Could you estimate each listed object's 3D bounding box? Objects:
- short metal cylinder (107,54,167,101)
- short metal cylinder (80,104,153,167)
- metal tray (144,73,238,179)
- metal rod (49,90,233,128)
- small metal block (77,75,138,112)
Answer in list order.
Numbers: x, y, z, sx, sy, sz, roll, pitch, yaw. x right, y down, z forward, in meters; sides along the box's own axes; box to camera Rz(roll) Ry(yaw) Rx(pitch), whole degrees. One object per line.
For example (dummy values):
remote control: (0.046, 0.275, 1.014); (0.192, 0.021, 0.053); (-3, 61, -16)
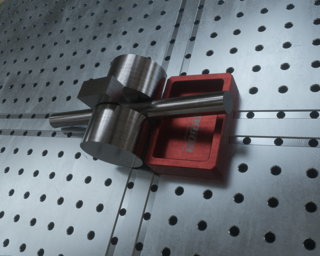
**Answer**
short metal cylinder: (-0.035, -0.055, 0.423); (0.080, 0.080, 0.050); (1, 62, 28)
short metal cylinder: (-0.054, 0.012, 0.393); (0.080, 0.080, 0.050); (2, 63, 29)
metal tray: (0.041, -0.006, 0.387); (0.090, 0.030, 0.130); (1, 62, 28)
metal rod: (-0.049, -0.020, 0.416); (0.300, 0.025, 0.025); (-4, 60, 36)
small metal block: (-0.065, -0.038, 0.389); (0.050, 0.050, 0.025); (-4, 60, 36)
